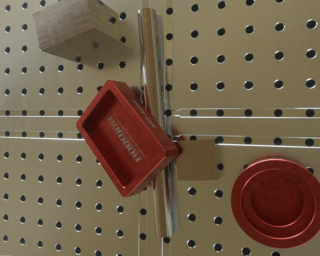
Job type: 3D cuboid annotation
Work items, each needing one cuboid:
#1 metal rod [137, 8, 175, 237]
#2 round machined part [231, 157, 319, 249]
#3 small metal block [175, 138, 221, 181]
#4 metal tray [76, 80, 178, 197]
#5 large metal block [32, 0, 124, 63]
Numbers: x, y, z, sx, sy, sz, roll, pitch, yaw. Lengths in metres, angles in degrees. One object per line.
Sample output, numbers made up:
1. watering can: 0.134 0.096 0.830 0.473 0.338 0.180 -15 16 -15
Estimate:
1. metal rod: -0.006 -0.008 0.413 0.025 0.025 0.298 -5 88 19
2. round machined part: 0.134 0.082 0.356 0.098 0.042 0.097 0 90 19
3. small metal block: 0.049 0.040 0.395 0.050 0.025 0.050 -4 89 19
4. metal tray: -0.048 0.012 0.406 0.090 0.030 0.130 -48 67 24
5. large metal block: -0.108 -0.133 0.420 0.080 0.080 0.050 -16 85 19
